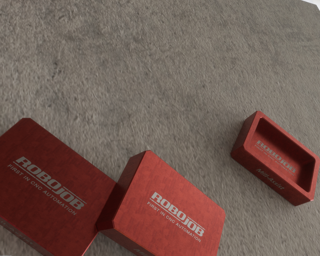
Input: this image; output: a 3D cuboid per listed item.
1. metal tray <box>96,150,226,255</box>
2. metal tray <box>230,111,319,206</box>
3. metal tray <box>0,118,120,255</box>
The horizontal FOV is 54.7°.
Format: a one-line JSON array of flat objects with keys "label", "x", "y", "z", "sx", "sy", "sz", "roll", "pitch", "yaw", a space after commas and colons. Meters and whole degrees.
[{"label": "metal tray", "x": 0.009, "y": 0.096, "z": 0.327, "sx": 0.130, "sy": 0.030, "sz": 0.090, "roll": 41, "pitch": 49, "yaw": -20}, {"label": "metal tray", "x": 0.178, "y": 0.044, "z": 0.472, "sx": 0.130, "sy": 0.030, "sz": 0.090, "roll": 37, "pitch": 51, "yaw": -4}, {"label": "metal tray", "x": -0.112, "y": 0.061, "z": 0.304, "sx": 0.130, "sy": 0.030, "sz": 0.090, "roll": 38, "pitch": 51, "yaw": -3}]
